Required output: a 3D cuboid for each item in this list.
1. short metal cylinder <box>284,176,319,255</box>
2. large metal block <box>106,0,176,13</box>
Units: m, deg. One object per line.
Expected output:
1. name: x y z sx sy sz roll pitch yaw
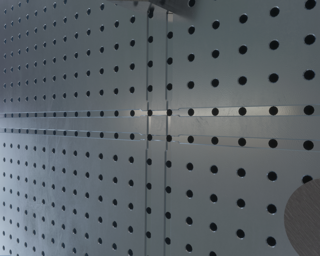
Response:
1. short metal cylinder: 0.155 0.079 0.265 0.080 0.050 0.080 0 90 40
2. large metal block: -0.019 -0.201 0.409 0.080 0.050 0.079 20 103 38
